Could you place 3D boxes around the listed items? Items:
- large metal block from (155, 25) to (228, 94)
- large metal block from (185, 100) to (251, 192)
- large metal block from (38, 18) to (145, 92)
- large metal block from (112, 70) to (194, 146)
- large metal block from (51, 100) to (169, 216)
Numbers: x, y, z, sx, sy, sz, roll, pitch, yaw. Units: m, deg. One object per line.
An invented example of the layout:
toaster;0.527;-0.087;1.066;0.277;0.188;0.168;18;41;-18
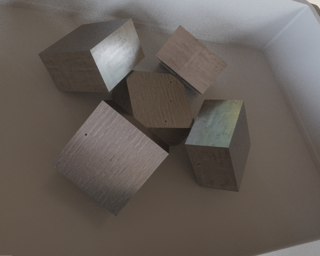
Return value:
large metal block;0.044;-0.093;0.441;0.080;0.050;0.080;39;8;-1
large metal block;0.077;0.021;0.388;0.080;0.050;0.080;-62;144;-39
large metal block;-0.078;-0.086;0.368;0.080;0.080;0.050;-54;137;-39
large metal block;-0.010;-0.024;0.395;0.081;0.050;0.080;1;62;-28
large metal block;-0.047;0.027;0.319;0.080;0.050;0.080;39;95;-2
